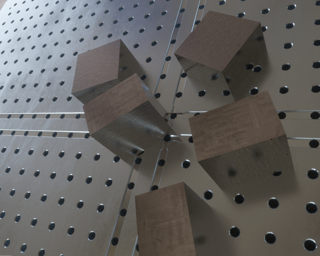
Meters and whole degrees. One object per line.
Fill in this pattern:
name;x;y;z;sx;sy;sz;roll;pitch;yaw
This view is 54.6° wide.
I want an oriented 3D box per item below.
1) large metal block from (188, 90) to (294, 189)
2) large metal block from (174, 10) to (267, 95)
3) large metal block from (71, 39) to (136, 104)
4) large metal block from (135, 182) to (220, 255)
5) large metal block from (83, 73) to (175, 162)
large metal block;0.085;0.016;0.319;0.080;0.080;0.050;-20;54;17
large metal block;0.081;-0.102;0.413;0.080;0.050;0.080;31;79;38
large metal block;-0.086;-0.083;0.490;0.080;0.050;0.080;-14;56;20
large metal block;0.020;0.108;0.297;0.050;0.080;0.080;-20;54;17
large metal block;-0.039;-0.011;0.401;0.080;0.080;0.050;-31;52;9
